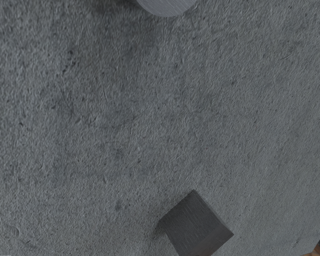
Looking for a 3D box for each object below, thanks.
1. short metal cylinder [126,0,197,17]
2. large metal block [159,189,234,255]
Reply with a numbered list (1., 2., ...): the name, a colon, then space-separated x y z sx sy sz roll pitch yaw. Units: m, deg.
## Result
1. short metal cylinder: -0.001 -0.152 0.296 0.081 0.050 0.079 -14 124 -21
2. large metal block: 0.057 0.162 0.503 0.080 0.080 0.050 -42 130 0
